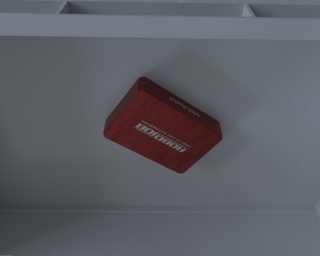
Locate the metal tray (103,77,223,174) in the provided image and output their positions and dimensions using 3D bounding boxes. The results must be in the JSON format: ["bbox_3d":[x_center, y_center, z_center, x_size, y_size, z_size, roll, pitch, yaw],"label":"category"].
[{"bbox_3d":[0.004,0.002,0.407,0.131,0.030,0.090,29,124,-22],"label":"metal tray"}]
